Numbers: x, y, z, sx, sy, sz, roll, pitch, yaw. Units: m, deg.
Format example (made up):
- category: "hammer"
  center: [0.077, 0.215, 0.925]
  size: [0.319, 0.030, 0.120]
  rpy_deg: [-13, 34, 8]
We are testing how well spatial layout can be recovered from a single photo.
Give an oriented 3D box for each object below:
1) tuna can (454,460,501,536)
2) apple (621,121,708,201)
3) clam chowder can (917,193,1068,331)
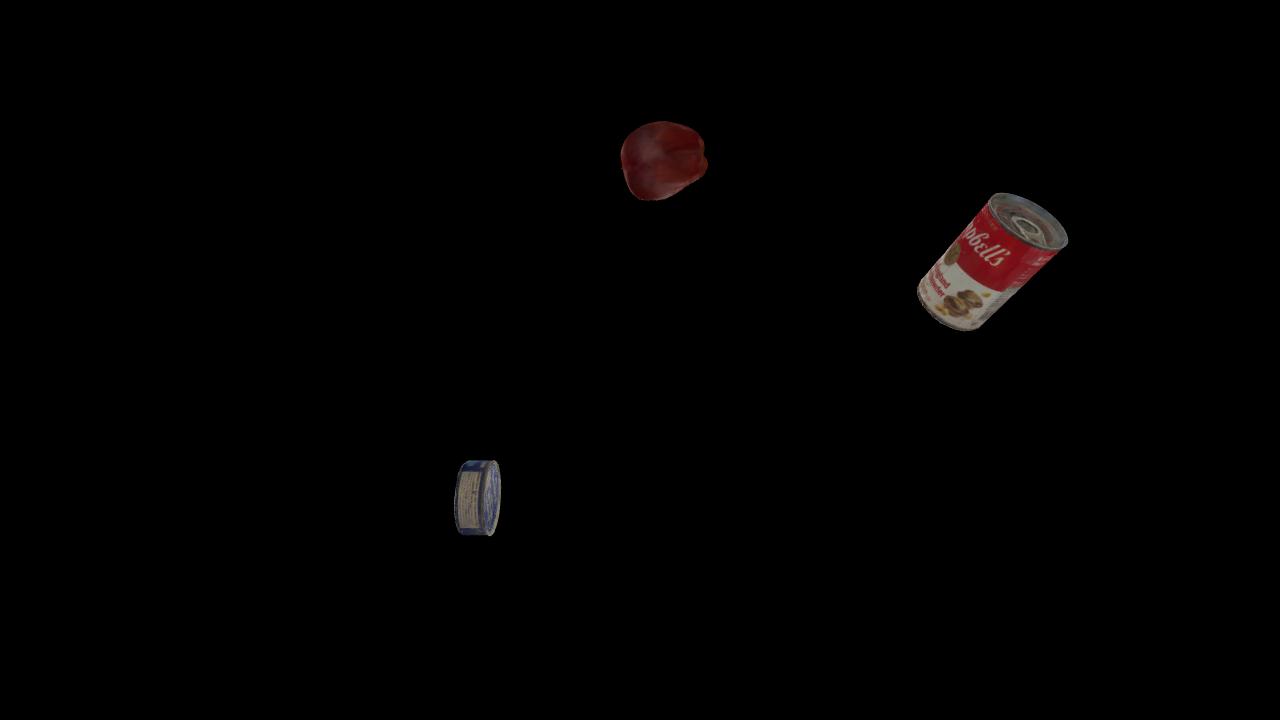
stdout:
- category: "tuna can"
  center: [-0.182, 0.155, 0.694]
  size: [0.034, 0.084, 0.084]
  rpy_deg: [0, 0, 0]
- category: "apple"
  center: [0.023, -0.213, 0.657]
  size: [0.093, 0.079, 0.079]
  rpy_deg: [-9, -3, 18]
- category: "clam chowder can"
  center: [0.296, -0.081, 0.526]
  size: [0.068, 0.068, 0.102]
  rpy_deg: [0, -38, -18]
